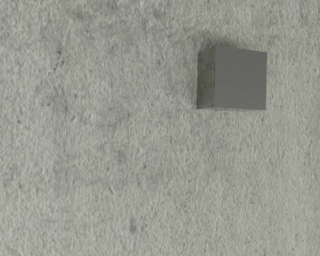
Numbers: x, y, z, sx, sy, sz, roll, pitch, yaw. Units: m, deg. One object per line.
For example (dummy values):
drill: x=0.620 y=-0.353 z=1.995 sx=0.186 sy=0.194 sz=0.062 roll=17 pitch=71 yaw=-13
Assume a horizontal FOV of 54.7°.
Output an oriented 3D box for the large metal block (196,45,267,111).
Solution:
large metal block: x=0.100 y=-0.065 z=0.434 sx=0.081 sy=0.050 sz=0.079 roll=2 pitch=90 yaw=-21
